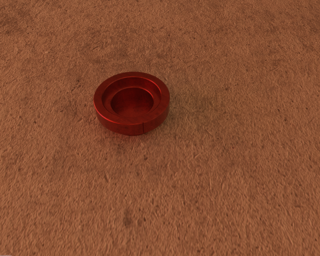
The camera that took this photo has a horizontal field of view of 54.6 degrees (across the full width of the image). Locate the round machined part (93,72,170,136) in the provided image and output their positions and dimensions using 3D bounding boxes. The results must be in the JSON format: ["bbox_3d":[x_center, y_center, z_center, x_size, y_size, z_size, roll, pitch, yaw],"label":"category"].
[{"bbox_3d":[-0.036,-0.028,0.416,0.099,0.042,0.098,0,50,0],"label":"round machined part"}]
